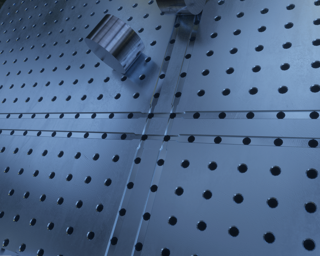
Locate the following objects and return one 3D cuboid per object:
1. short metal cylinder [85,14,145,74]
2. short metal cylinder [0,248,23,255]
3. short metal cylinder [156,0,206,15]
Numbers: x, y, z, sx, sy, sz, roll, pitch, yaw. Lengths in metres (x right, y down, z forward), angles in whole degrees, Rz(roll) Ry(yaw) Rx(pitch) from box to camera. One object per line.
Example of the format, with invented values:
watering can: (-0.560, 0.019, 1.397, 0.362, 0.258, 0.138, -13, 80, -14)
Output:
short metal cylinder: (-0.071, -0.132, 0.491, 0.080, 0.080, 0.050, 30, 79, 37)
short metal cylinder: (-0.209, 0.175, 0.376, 0.080, 0.080, 0.050, 5, 65, 30)
short metal cylinder: (0.034, -0.221, 0.490, 0.050, 0.080, 0.080, 11, 68, 33)
